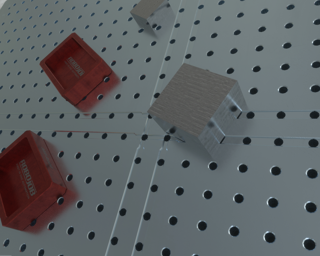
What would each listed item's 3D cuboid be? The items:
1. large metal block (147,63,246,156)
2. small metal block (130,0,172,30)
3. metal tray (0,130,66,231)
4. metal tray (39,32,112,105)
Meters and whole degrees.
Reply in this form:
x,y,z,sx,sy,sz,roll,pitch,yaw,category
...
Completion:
x,y,z,sx,sy,sz,roll,pitch,yaw,category
0.046,-0.025,0.384,0.080,0.050,0.080,28,77,37,large metal block
-0.016,-0.205,0.543,0.050,0.025,0.050,-48,51,-6,small metal block
-0.204,0.074,0.466,0.090,0.030,0.130,-41,51,-1,metal tray
-0.153,-0.109,0.552,0.090,0.030,0.130,-43,51,-2,metal tray
